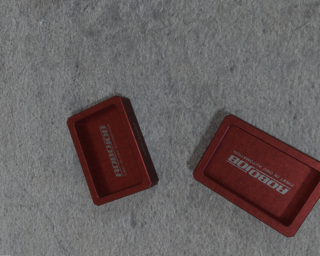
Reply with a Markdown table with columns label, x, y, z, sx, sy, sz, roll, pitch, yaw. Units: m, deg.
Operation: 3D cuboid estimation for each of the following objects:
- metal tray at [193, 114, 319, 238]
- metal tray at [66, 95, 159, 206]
| label | x | y | z | sx | sy | sz | roll | pitch | yaw |
| --- | --- | --- | --- | --- | --- | --- | --- | --- | --- |
| metal tray | 0.117 | 0.052 | 0.364 | 0.130 | 0.030 | 0.090 | 31 | 100 | 17 |
| metal tray | -0.066 | 0.031 | 0.428 | 0.090 | 0.030 | 0.129 | -23 | 83 | 18 |
